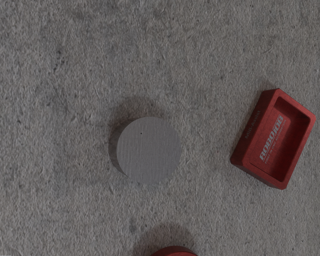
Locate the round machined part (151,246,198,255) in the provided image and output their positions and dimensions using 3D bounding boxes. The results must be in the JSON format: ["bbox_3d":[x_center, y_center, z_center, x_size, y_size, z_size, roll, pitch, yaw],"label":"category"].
[{"bbox_3d":[0.014,0.203,0.407,0.099,0.042,0.097,0,90,-21],"label":"round machined part"}]

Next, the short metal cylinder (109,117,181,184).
[{"bbox_3d":[-0.020,0.026,0.389,0.081,0.050,0.079,0,90,-21],"label":"short metal cylinder"}]

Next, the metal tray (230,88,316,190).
[{"bbox_3d":[0.174,0.017,0.472,0.090,0.030,0.130,31,80,-18],"label":"metal tray"}]
